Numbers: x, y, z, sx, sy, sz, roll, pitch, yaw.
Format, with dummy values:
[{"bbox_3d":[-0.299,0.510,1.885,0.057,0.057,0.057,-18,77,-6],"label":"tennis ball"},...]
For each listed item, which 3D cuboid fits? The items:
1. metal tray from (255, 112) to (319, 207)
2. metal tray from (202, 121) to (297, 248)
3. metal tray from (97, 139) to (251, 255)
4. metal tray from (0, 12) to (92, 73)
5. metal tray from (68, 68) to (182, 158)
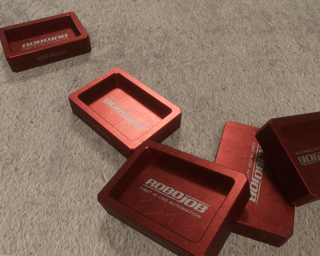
[{"bbox_3d":[0.183,0.028,0.347,0.131,0.030,0.090,-8,61,-25],"label":"metal tray"},{"bbox_3d":[0.105,0.057,0.354,0.090,0.030,0.130,15,51,12],"label":"metal tray"},{"bbox_3d":[0.012,0.068,0.314,0.130,0.030,0.090,18,55,35],"label":"metal tray"},{"bbox_3d":[-0.193,-0.148,0.521,0.131,0.030,0.090,-21,53,-17],"label":"metal tray"},{"bbox_3d":[-0.047,-0.023,0.418,0.130,0.030,0.090,37,59,26],"label":"metal tray"}]
